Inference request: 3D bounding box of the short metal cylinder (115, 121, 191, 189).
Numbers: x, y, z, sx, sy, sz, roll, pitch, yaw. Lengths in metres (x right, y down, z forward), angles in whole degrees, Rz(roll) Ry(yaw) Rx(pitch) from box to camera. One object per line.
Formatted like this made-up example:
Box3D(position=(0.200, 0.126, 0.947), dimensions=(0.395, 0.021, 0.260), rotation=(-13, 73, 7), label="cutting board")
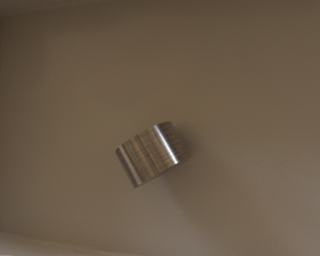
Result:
Box3D(position=(-0.008, 0.034, 0.385), dimensions=(0.080, 0.080, 0.050), rotation=(-33, 80, 17), label="short metal cylinder")
